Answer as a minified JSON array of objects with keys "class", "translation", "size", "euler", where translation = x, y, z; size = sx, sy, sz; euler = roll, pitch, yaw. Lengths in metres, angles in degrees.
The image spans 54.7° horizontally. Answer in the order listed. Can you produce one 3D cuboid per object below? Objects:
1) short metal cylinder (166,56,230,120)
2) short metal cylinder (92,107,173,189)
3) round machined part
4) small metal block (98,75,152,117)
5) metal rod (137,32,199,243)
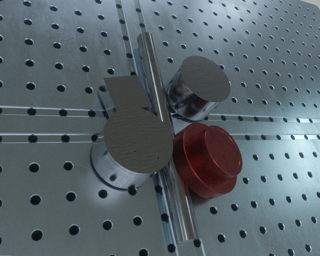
[{"class":"short metal cylinder","translation":[0.054,-0.058,0.451],"size":[0.081,0.050,0.080],"euler":[14,56,-21]},{"class":"short metal cylinder","translation":[-0.032,0.023,0.355],"size":[0.081,0.050,0.080],"euler":[14,56,-21]},{"class":"round machined part","translation":[0.066,0.036,0.391],"size":[0.098,0.042,0.098],"euler":[27,45,-31]},{"class":"small metal block","translation":[-0.046,-0.039,0.402],"size":[0.050,0.025,0.050],"euler":[-12,68,-33]},{"class":"metal rod","translation":[0.004,-0.006,0.409],"size":[0.025,0.025,0.299],"euler":[3,60,-27]}]
